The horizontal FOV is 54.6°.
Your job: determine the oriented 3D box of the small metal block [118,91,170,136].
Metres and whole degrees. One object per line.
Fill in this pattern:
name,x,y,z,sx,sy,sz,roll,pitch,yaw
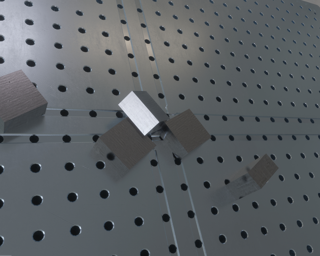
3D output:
small metal block,-0.019,-0.020,0.395,0.050,0.025,0.050,49,17,6

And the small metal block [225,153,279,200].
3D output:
small metal block,0.123,0.066,0.417,0.050,0.050,0.025,-33,80,-38

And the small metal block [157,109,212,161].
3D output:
small metal block,0.033,0.008,0.420,0.050,0.025,0.050,-30,78,-37

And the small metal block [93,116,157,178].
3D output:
small metal block,-0.042,0.022,0.372,0.050,0.025,0.050,46,51,4

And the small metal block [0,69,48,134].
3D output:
small metal block,-0.161,-0.030,0.339,0.050,0.025,0.050,-35,81,-38
